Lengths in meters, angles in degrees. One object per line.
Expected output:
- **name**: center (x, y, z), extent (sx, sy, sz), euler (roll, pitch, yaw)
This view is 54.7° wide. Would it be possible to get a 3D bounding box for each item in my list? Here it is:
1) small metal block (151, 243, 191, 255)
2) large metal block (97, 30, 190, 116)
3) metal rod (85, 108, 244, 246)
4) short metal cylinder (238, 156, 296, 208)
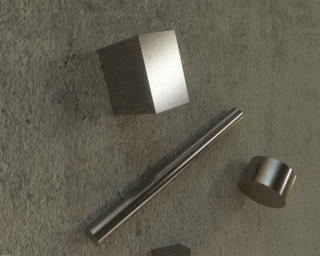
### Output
- **small metal block**: center (0.014, 0.189, 0.419), extent (0.050, 0.025, 0.050), euler (6, 86, -40)
- **large metal block**: center (-0.020, -0.060, 0.354), extent (0.050, 0.080, 0.079), euler (-22, 104, -38)
- **metal rod**: center (0.026, 0.049, 0.428), extent (0.302, 0.025, 0.025), euler (-35, 112, -35)
- **short metal cylinder**: center (0.181, 0.092, 0.524), extent (0.080, 0.080, 0.050), euler (50, 61, -29)
